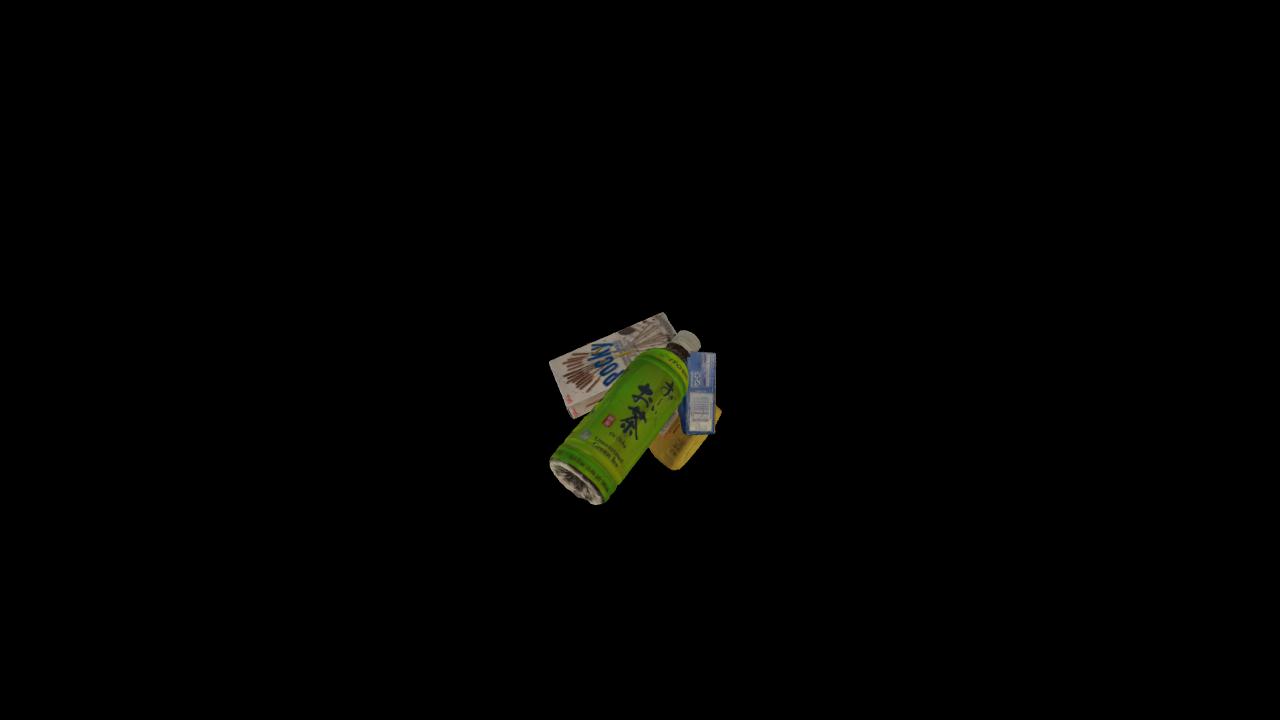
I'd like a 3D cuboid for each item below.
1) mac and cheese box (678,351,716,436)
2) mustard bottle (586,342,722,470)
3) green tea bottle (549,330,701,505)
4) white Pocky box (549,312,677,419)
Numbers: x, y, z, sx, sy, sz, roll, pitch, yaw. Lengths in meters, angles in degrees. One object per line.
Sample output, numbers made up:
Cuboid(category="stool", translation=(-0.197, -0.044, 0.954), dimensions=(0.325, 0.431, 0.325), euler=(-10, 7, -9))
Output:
Cuboid(category="mac and cheese box", translation=(0.037, 0.041, 0.754), dimensions=(0.041, 0.093, 0.184), euler=(0, -3, -19))
Cuboid(category="mustard bottle", translation=(-0.001, 0.038, 0.723), dimensions=(0.184, 0.092, 0.054), euler=(39, 15, 20))
Cuboid(category="green tea bottle", translation=(-0.004, 0.049, 0.638), dimensions=(0.073, 0.073, 0.212), euler=(0, 41, 48))
Cuboid(category="white Pocky box", translation=(-0.024, 0.004, 0.726), dimensions=(0.154, 0.028, 0.084), euler=(-24, 47, -5))
